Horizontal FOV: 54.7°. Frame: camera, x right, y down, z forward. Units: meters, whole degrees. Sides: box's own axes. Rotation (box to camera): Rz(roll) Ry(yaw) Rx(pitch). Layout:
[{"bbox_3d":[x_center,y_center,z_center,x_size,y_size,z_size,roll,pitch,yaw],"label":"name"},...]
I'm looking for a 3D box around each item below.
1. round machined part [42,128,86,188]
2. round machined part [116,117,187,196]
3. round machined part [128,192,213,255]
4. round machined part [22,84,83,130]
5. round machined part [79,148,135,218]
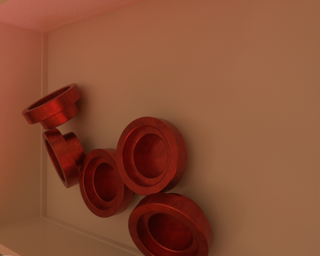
[{"bbox_3d":[-0.150,0.045,0.502,0.098,0.042,0.097,43,146,39],"label":"round machined part"},{"bbox_3d":[-0.006,0.036,0.398,0.098,0.042,0.097,-3,84,36],"label":"round machined part"},{"bbox_3d":[0.015,0.116,0.366,0.098,0.042,0.097,11,119,21],"label":"round machined part"},{"bbox_3d":[-0.171,-0.032,0.512,0.098,0.098,0.042,-9,118,39],"label":"round machined part"},{"bbox_3d":[-0.072,0.078,0.455,0.098,0.042,0.097,0,90,40],"label":"round machined part"}]
